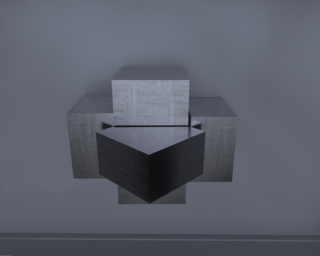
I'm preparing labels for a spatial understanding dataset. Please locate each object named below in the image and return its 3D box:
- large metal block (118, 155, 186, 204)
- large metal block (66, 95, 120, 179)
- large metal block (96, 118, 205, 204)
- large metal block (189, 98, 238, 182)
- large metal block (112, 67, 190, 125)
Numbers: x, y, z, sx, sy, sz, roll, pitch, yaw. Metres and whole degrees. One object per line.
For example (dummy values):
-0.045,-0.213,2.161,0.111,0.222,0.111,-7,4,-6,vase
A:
-0.009,0.054,0.401,0.081,0.080,0.050,0,110,0,large metal block
-0.075,0.008,0.383,0.050,0.080,0.079,0,110,0,large metal block
-0.010,0.027,0.330,0.081,0.080,0.050,-19,117,-42,large metal block
0.058,0.012,0.383,0.050,0.080,0.079,0,110,-1,large metal block
-0.010,-0.040,0.366,0.081,0.080,0.050,0,110,0,large metal block
